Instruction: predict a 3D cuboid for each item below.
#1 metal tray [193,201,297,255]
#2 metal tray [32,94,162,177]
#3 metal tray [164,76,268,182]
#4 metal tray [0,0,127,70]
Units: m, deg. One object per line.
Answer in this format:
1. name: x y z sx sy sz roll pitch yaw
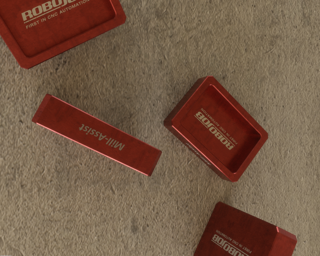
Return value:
1. metal tray: 0.099 0.153 0.390 0.030 0.130 0.090 29 81 -18
2. metal tray: -0.072 0.009 0.347 0.131 0.090 0.030 28 81 -18
3. metal tray: 0.081 0.002 0.435 0.130 0.030 0.090 43 77 -15
4. metal tray: -0.115 -0.134 0.342 0.131 0.030 0.090 -30 116 -11
